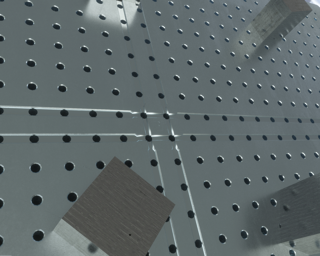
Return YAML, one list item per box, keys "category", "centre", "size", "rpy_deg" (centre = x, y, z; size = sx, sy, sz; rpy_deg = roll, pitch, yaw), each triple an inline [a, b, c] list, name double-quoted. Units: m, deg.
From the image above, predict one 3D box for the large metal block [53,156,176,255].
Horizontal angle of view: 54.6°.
- category: "large metal block"
  centre: [-0.045, 0.090, 0.313]
  size: [0.080, 0.050, 0.080]
  rpy_deg: [39, 51, -2]

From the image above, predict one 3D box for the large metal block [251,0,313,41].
- category: "large metal block"
  centre: [0.254, -0.234, 0.652]
  size: [0.081, 0.080, 0.050]
  rpy_deg: [-19, 72, -35]

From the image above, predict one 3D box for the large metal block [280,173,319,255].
- category: "large metal block"
  centre: [0.210, 0.115, 0.414]
  size: [0.050, 0.080, 0.080]
  rpy_deg: [25, 53, -13]

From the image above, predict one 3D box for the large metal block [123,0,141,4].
- category: "large metal block"
  centre: [-0.068, -0.263, 0.515]
  size: [0.081, 0.050, 0.080]
  rpy_deg: [4, 60, -26]
